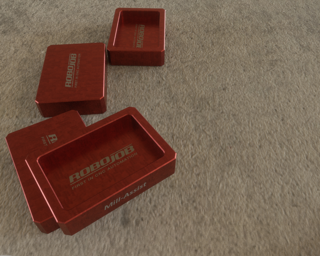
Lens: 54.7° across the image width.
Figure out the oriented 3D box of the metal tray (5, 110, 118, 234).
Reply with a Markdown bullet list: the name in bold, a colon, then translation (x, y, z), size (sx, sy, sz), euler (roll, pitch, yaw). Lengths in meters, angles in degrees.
- **metal tray**: translation (-0.115, 0.044, 0.362), size (0.091, 0.030, 0.130), euler (-24, 54, -19)

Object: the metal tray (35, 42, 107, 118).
- **metal tray**: translation (-0.126, -0.076, 0.462), size (0.091, 0.030, 0.130), euler (-4, 50, -4)

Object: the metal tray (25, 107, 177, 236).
- **metal tray**: translation (-0.060, 0.038, 0.327), size (0.131, 0.030, 0.090), euler (-28, 56, -22)

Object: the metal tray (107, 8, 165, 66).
- **metal tray**: translation (-0.037, -0.160, 0.533), size (0.091, 0.030, 0.130), euler (1, 50, 0)
